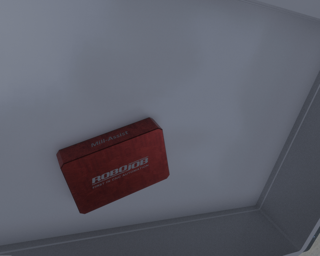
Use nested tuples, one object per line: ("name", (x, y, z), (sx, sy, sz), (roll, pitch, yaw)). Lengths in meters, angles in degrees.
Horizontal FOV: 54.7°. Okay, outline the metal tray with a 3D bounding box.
("metal tray", (-0.056, 0.049, 0.407), (0.131, 0.030, 0.089), (-21, 127, -16))
